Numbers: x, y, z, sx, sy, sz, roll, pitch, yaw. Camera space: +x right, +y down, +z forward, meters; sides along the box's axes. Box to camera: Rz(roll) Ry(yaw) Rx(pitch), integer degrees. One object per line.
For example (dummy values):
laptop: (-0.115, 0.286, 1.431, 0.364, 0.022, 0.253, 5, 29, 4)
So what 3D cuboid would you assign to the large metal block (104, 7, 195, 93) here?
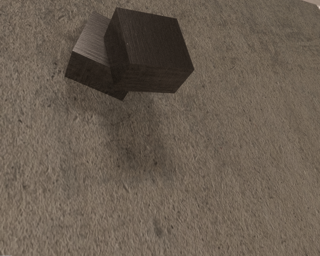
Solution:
large metal block: (-0.015, -0.090, 0.372, 0.081, 0.050, 0.080, -1, 62, -29)

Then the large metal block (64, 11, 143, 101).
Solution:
large metal block: (-0.069, -0.094, 0.410, 0.080, 0.050, 0.080, 23, 53, -15)
